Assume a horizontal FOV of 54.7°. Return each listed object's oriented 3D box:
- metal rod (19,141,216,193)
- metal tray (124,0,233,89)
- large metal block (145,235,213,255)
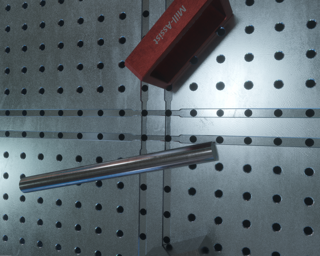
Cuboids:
[{"bbox_3d":[-0.072,0.059,0.436,0.301,0.025,0.025,-12,86,19],"label":"metal rod"},{"bbox_3d":[0.026,-0.108,0.368,0.030,0.090,0.130,45,104,14],"label":"metal tray"},{"bbox_3d":[0.029,0.191,0.388,0.080,0.050,0.080,-21,83,18],"label":"large metal block"}]
